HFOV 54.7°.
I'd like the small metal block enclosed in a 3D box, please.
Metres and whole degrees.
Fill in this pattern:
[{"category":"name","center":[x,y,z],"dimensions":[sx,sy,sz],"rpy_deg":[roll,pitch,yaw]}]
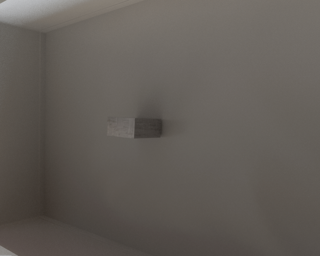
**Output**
[{"category":"small metal block","center":[-0.034,-0.001,0.412],"dimensions":[0.050,0.050,0.025],"rpy_deg":[4,93,39]}]
